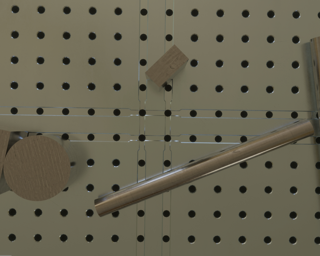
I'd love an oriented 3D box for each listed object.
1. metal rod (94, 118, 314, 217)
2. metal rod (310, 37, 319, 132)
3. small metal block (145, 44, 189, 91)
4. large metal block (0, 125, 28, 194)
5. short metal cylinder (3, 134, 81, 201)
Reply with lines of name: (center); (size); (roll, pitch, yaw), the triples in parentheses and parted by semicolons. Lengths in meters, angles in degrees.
metal rod: (0.059, 0.053, 0.414); (0.301, 0.025, 0.025); (-21, 90, -1)
metal rod: (0.232, 0.028, 0.416); (0.025, 0.025, 0.298); (-7, 90, 0)
small metal block: (0.008, -0.076, 0.401); (0.050, 0.050, 0.025); (-44, 91, 0)
large metal block: (-0.228, 0.035, 0.398); (0.080, 0.050, 0.080); (12, 90, 0)
short metal cylinder: (-0.149, 0.048, 0.399); (0.081, 0.050, 0.079); (0, 90, -1)
